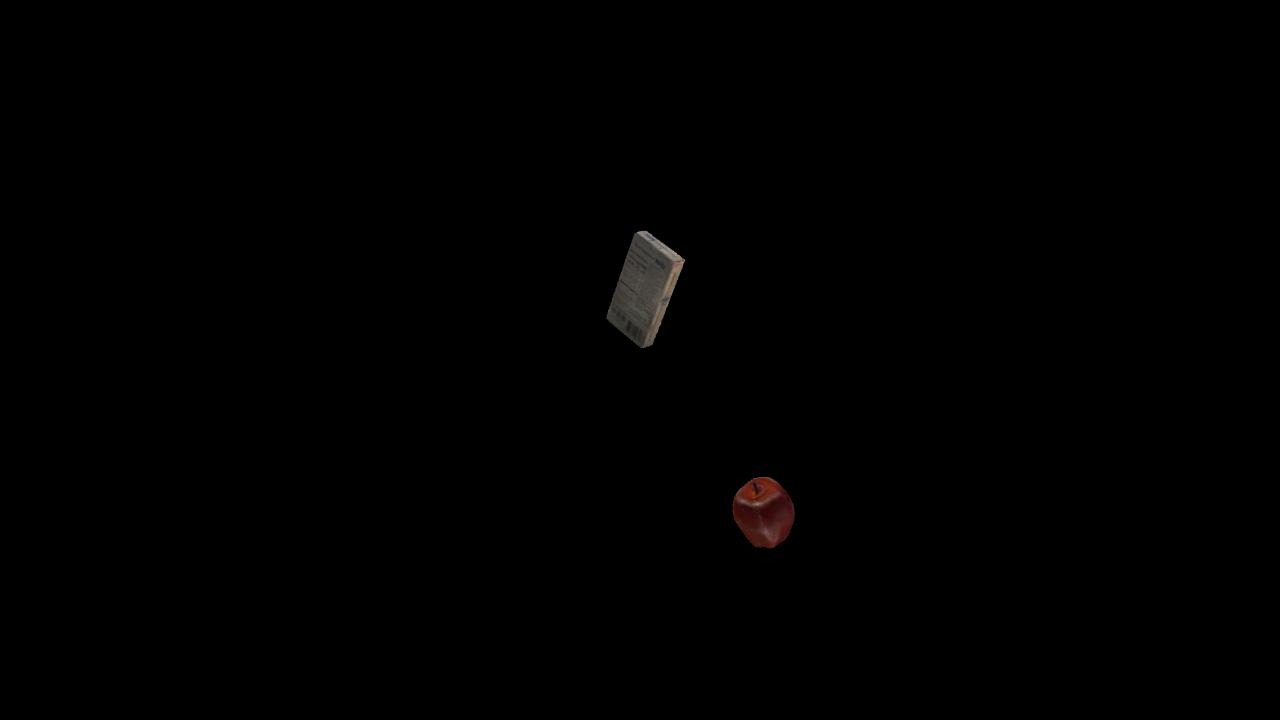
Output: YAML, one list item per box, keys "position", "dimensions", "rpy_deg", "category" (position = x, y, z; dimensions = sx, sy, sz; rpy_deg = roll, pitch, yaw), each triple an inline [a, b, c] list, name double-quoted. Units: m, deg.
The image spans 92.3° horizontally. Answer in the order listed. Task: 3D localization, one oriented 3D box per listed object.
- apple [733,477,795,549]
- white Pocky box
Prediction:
- position: [0.161, 0.197, 0.798]
  dimensions: [0.079, 0.093, 0.079]
  rpy_deg: [-16, 22, 7]
  category: "apple"
- position: [0.005, -0.101, 0.896]
  dimensions: [0.084, 0.154, 0.028]
  rpy_deg: [41, 40, 26]
  category: "white Pocky box"
